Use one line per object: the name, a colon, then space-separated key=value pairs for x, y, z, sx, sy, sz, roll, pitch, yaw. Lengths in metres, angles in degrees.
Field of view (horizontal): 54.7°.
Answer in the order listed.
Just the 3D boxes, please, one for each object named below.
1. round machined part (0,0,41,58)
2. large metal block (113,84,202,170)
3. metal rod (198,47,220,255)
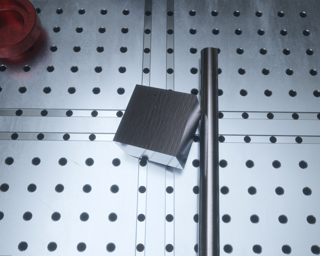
round machined part: x=-0.223 y=-0.144 z=0.454 sx=0.099 sy=0.042 sz=0.098 roll=0 pitch=70 yaw=0
large metal block: x=0.000 y=-0.002 z=0.389 sx=0.080 sy=0.050 sz=0.080 roll=13 pitch=70 yaw=20
metal rod: x=0.064 y=0.029 z=0.401 sx=0.025 sy=0.025 sz=0.299 roll=3 pitch=70 yaw=1
